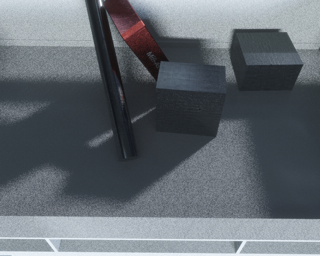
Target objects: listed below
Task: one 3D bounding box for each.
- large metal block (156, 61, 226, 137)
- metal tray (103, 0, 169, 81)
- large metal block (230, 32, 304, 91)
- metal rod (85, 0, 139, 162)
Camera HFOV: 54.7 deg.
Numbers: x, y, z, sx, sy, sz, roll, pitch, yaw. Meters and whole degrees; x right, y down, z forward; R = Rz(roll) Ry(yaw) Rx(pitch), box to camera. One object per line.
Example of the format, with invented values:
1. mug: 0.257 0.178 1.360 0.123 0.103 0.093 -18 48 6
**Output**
1. large metal block: 0.038 -0.036 0.400 0.080 0.080 0.050 5 50 4
2. metal tray: -0.021 -0.117 0.435 0.030 0.130 0.090 -34 53 8
3. large metal block: 0.160 -0.103 0.478 0.081 0.050 0.080 -1 50 -2
4. metal rod: -0.073 -0.104 0.409 0.025 0.025 0.299 -12 77 -10
